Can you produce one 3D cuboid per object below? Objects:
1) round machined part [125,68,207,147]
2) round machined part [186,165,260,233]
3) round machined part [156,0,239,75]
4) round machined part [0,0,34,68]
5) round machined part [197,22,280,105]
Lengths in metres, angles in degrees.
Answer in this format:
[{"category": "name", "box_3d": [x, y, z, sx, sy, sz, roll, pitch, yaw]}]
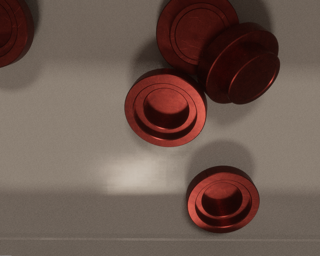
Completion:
[{"category": "round machined part", "box_3d": [0.009, -0.028, 0.384, 0.098, 0.042, 0.097, 5, 121, 9]}, {"category": "round machined part", "box_3d": [0.086, 0.096, 0.439, 0.099, 0.042, 0.097, 0, 110, -1]}, {"category": "round machined part", "box_3d": [0.045, -0.110, 0.362, 0.099, 0.042, 0.097, 0, 110, -1]}, {"category": "round machined part", "box_3d": [-0.194, -0.120, 0.355, 0.099, 0.042, 0.097, 0, 110, -1]}, {"category": "round machined part", "box_3d": [0.095, -0.065, 0.353, 0.099, 0.042, 0.097, -20, 140, -17]}]
